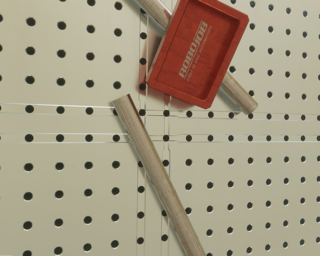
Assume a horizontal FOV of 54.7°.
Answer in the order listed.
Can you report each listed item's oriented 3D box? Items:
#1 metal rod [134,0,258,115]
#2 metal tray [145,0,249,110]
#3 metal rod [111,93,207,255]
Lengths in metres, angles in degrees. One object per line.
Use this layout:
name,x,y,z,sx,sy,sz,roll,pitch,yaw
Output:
metal rod,0.030,-0.126,0.424,0.300,0.025,0.025,42,77,-16
metal tray,0.046,-0.100,0.403,0.091,0.030,0.129,21,100,-13
metal rod,0.012,0.095,0.418,0.025,0.025,0.299,-28,100,-18
